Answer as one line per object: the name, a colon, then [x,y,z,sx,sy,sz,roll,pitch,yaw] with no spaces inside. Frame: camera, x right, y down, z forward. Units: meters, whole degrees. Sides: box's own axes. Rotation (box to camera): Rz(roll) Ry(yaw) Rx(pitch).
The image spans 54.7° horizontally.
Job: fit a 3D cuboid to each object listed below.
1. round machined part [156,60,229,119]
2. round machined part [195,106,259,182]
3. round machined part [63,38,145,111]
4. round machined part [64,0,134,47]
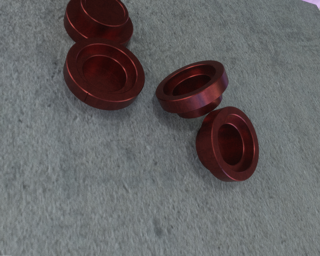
round machined part: [0.047,-0.050,0.427,0.098,0.098,0.042,-56,130,-39]
round machined part: [0.086,0.023,0.414,0.099,0.042,0.098,11,72,-38]
round machined part: [-0.073,-0.063,0.394,0.099,0.042,0.098,14,56,-21]
round machined part: [-0.084,-0.157,0.445,0.099,0.042,0.098,14,56,-21]
